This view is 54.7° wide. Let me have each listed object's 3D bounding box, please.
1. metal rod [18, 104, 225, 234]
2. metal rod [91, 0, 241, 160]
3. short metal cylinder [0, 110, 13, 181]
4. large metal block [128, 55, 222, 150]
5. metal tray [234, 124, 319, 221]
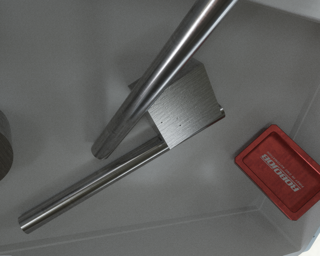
[{"bbox_3d":[-0.043,0.049,0.416,0.301,0.025,0.025,-30,129,-10],"label":"metal rod"},{"bbox_3d":[-0.001,-0.048,0.286,0.025,0.025,0.298,6,146,-32],"label":"metal rod"},{"bbox_3d":[-0.188,0.017,0.300,0.081,0.050,0.079,-14,125,-21],"label":"short metal cylinder"},{"bbox_3d":[0.020,-0.034,0.384,0.080,0.050,0.080,-34,129,-6],"label":"large metal block"},{"bbox_3d":[0.196,0.070,0.498,0.090,0.130,0.030,-43,165,0],"label":"metal tray"}]
